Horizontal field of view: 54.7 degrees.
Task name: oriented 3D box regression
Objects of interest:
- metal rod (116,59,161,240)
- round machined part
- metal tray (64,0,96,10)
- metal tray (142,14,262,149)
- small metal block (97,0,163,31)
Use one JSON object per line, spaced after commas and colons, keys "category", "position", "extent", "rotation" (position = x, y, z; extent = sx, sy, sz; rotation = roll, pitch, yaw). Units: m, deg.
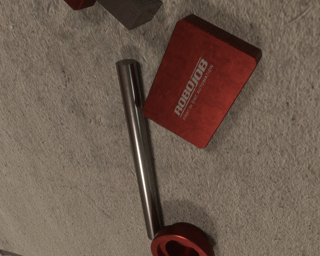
{"category": "metal rod", "position": [-0.025, 0.049, 0.448], "extent": [0.025, 0.025, 0.298], "rotation": [7, 122, 24]}
{"category": "round machined part", "position": [0.039, 0.189, 0.489], "extent": [0.098, 0.042, 0.097], "rotation": [12, 123, 18]}
{"category": "metal tray", "position": [-0.110, -0.206, 0.332], "extent": [0.130, 0.030, 0.090], "rotation": [44, 129, -3]}
{"category": "metal tray", "position": [0.042, -0.048, 0.351], "extent": [0.090, 0.030, 0.129], "rotation": [31, 128, 8]}
{"category": "small metal block", "position": [-0.032, -0.134, 0.324], "extent": [0.050, 0.050, 0.025], "rotation": [43, 129, -2]}
